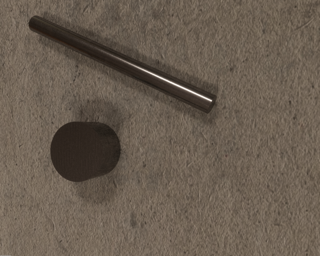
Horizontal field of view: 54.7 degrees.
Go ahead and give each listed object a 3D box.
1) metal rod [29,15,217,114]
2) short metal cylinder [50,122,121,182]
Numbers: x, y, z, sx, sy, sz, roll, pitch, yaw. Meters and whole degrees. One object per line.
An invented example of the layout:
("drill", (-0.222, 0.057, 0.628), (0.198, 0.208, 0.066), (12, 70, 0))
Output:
("metal rod", (-0.063, -0.094, 0.429), (0.301, 0.025, 0.025), (27, 99, 17))
("short metal cylinder", (-0.102, 0.031, 0.430), (0.080, 0.050, 0.079), (0, 90, 19))
